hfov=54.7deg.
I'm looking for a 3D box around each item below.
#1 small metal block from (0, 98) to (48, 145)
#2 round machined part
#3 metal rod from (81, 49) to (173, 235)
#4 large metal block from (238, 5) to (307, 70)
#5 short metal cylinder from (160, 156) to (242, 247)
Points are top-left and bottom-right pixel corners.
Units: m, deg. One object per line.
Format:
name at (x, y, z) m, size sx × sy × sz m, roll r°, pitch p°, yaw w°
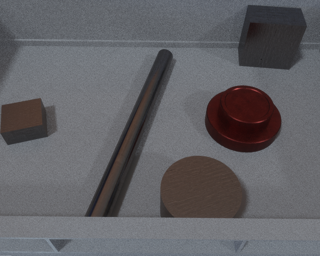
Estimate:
small metal block at (-0.180, -0.009, 0.411) m, size 0.050 × 0.025 × 0.050 m, roll -12°, pitch 51°, yaw -11°
round machined part at (0.112, -0.019, 0.412) m, size 0.099 × 0.042 × 0.098 m, roll 0°, pitch 50°, yaw 0°
metal rod at (-0.030, -0.007, 0.410) m, size 0.025 × 0.025 × 0.300 m, roll 12°, pitch 51°, yaw 9°
large metal block at (0.173, -0.143, 0.492) m, size 0.080 × 0.080 × 0.050 m, roll 5°, pitch 50°, yaw 4°
short metal cylinder at (0.041, 0.076, 0.325) m, size 0.081 × 0.050 × 0.080 m, roll 0°, pitch 50°, yaw 0°
